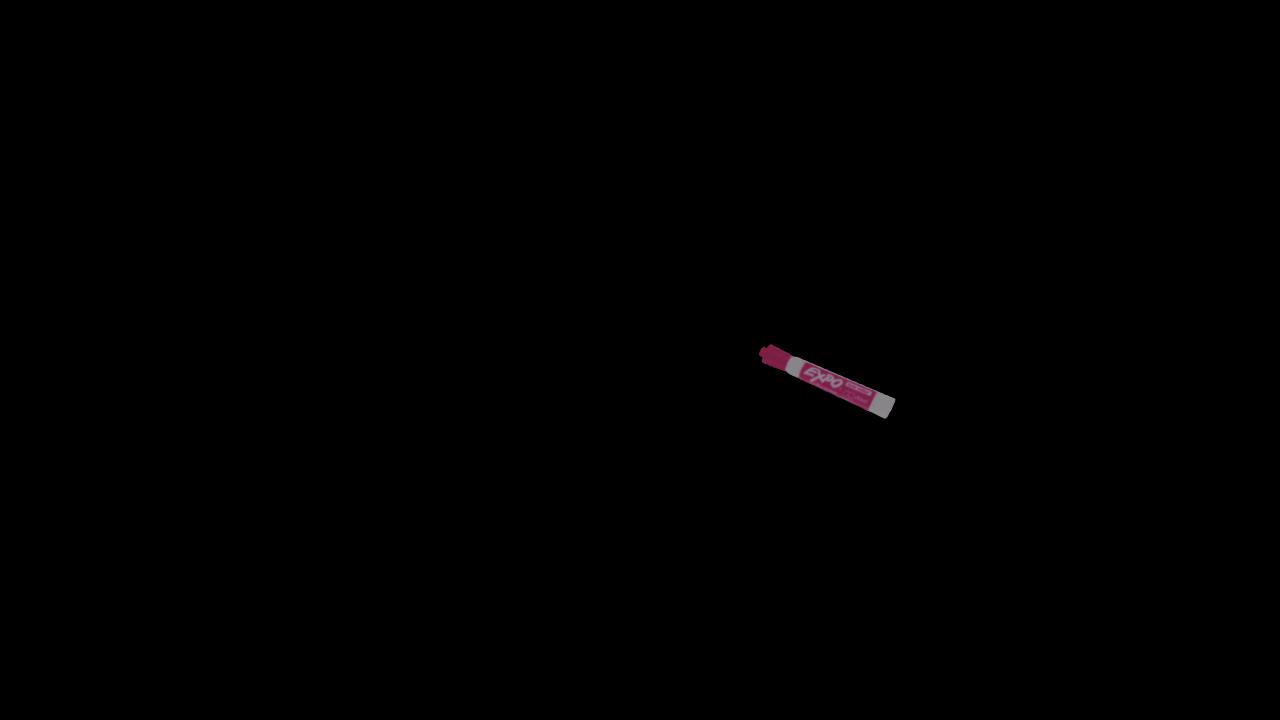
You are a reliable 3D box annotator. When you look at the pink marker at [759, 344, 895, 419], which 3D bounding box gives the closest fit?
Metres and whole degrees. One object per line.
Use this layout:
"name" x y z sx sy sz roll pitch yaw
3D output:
"pink marker" 0.159 0.016 0.535 0.121 0.020 0.020 27 12 26
